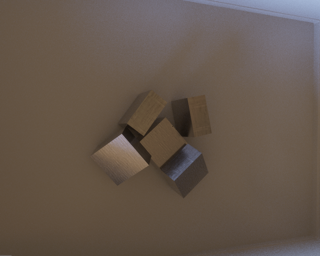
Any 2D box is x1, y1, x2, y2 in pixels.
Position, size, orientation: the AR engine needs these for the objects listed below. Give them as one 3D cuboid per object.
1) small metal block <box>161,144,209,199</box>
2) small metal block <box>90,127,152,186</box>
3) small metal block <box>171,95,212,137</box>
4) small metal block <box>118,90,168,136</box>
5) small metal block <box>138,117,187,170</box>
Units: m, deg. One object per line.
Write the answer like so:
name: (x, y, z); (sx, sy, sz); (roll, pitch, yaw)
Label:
small metal block: (0.034, 0.057, 0.409); (0.050, 0.025, 0.050); (-43, 141, -15)
small metal block: (-0.047, 0.035, 0.380); (0.050, 0.025, 0.050); (-35, 104, 17)
small metal block: (0.041, -0.015, 0.411); (0.025, 0.050, 0.050); (-12, 94, -21)
small metal block: (-0.023, -0.018, 0.387); (0.025, 0.050, 0.050); (38, 78, -16)
small metal block: (0.001, 0.021, 0.410); (0.050, 0.025, 0.050); (-44, 104, -15)
